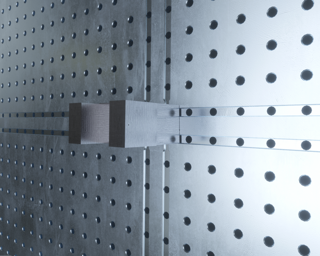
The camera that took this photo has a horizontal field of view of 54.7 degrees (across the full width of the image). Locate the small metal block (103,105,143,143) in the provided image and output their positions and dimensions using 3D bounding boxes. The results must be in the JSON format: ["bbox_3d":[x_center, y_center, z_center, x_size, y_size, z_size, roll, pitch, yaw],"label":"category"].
[{"bbox_3d":[-0.051,-0.005,0.432,0.025,0.050,0.050,1,91,40],"label":"small metal block"}]

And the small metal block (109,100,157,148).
[{"bbox_3d":[-0.029,-0.004,0.348,0.025,0.050,0.050,1,90,40],"label":"small metal block"}]

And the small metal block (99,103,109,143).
[{"bbox_3d":[-0.050,-0.006,0.384,0.050,0.025,0.050,1,91,39],"label":"small metal block"}]

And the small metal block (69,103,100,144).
[{"bbox_3d":[-0.088,-0.006,0.397,0.025,0.050,0.050,1,90,40],"label":"small metal block"}]

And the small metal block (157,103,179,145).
[{"bbox_3d":[-0.001,-0.005,0.391,0.025,0.050,0.050,-1,90,40],"label":"small metal block"}]
